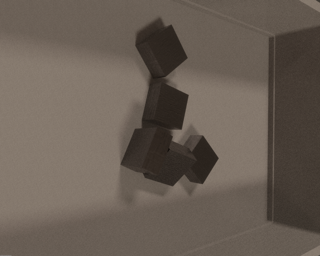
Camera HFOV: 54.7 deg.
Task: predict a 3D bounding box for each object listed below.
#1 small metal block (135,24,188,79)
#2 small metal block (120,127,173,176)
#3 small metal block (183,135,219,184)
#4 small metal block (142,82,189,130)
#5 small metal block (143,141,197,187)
[{"bbox_3d":[0.003,-0.101,0.411,0.050,0.025,0.050,-45,117,-31],"label":"small metal block"},{"bbox_3d":[-0.017,0.028,0.377,0.025,0.050,0.050,31,71,-31],"label":"small metal block"},{"bbox_3d":[0.054,0.046,0.454,0.050,0.025,0.050,-52,121,-27],"label":"small metal block"},{"bbox_3d":[0.008,-0.028,0.415,0.050,0.025,0.050,20,78,-39],"label":"small metal block"},{"bbox_3d":[0.010,0.045,0.401,0.050,0.025,0.050,25,113,-38],"label":"small metal block"}]
